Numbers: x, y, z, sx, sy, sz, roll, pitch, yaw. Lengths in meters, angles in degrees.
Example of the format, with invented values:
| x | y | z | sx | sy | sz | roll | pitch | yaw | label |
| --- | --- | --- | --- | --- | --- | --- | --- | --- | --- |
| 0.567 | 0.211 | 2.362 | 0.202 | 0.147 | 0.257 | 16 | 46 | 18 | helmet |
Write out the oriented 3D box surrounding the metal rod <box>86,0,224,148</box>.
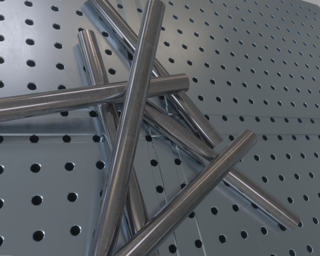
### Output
| x | y | z | sx | sy | sz | roll | pitch | yaw | label |
| --- | --- | --- | --- | --- | --- | --- | --- | --- | --- |
| -0.013 | -0.092 | 0.456 | 0.025 | 0.025 | 0.300 | -33 | 80 | -38 | metal rod |

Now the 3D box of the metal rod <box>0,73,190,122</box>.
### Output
| x | y | z | sx | sy | sz | roll | pitch | yaw | label |
| --- | --- | --- | --- | --- | --- | --- | --- | --- | --- |
| -0.102 | -0.032 | 0.347 | 0.302 | 0.025 | 0.025 | -12 | 68 | -25 | metal rod |

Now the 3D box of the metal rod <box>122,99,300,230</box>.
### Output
| x | y | z | sx | sy | sz | roll | pitch | yaw | label |
| --- | --- | --- | --- | --- | --- | --- | --- | --- | --- |
| 0.064 | 0.039 | 0.418 | 0.300 | 0.025 | 0.025 | 37 | 51 | -3 | metal rod |

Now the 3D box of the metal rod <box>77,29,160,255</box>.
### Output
| x | y | z | sx | sy | sz | roll | pitch | yaw | label |
| --- | --- | --- | --- | --- | --- | --- | --- | --- | --- |
| -0.057 | 0.003 | 0.374 | 0.025 | 0.025 | 0.299 | -5 | 64 | -31 | metal rod |

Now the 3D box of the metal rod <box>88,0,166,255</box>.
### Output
| x | y | z | sx | sy | sz | roll | pitch | yaw | label |
| --- | --- | --- | --- | --- | --- | --- | --- | --- | --- |
| -0.032 | -0.012 | 0.343 | 0.025 | 0.025 | 0.299 | 17 | 72 | -19 | metal rod |

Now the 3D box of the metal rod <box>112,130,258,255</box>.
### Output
| x | y | z | sx | sy | sz | roll | pitch | yaw | label |
| --- | --- | --- | --- | --- | --- | --- | --- | --- | --- |
| 0.027 | 0.081 | 0.338 | 0.302 | 0.025 | 0.025 | -35 | 82 | -38 | metal rod |
